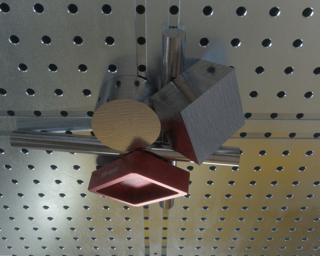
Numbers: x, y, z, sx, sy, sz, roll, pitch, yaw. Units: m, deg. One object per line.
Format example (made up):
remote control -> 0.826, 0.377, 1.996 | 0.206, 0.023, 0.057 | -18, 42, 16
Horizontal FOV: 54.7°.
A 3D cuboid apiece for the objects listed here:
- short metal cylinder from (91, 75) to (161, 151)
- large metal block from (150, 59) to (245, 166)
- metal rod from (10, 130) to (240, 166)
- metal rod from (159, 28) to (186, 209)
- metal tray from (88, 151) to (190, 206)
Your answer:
short metal cylinder -> -0.039, -0.017, 0.380 | 0.081, 0.050, 0.079 | 0, 130, 0
large metal block -> 0.046, -0.019, 0.353 | 0.080, 0.050, 0.080 | -39, 131, -20
metal rod -> -0.049, 0.026, 0.411 | 0.302, 0.025, 0.025 | 4, 130, 5
metal rod -> 0.013, 0.013, 0.423 | 0.025, 0.025, 0.298 | 0, 131, -1
metal tray -> -0.033, 0.077, 0.440 | 0.090, 0.030, 0.130 | 27, 146, -28
